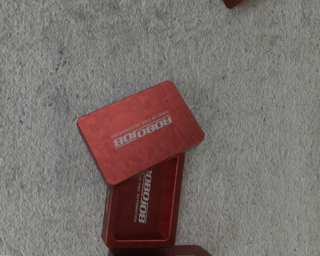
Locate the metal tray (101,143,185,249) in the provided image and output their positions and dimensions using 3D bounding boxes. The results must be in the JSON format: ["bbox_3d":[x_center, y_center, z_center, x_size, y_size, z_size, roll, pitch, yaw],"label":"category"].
[{"bbox_3d":[-0.021,0.084,0.398,0.091,0.030,0.129,7,88,-20],"label":"metal tray"}]

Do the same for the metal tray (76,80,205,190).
[{"bbox_3d":[-0.023,0.006,0.380,0.131,0.030,0.090,-26,76,-18],"label":"metal tray"}]

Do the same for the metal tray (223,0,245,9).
[{"bbox_3d":[0.133,-0.247,0.455,0.131,0.030,0.090,-36,102,-17],"label":"metal tray"}]

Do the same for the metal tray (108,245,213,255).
[{"bbox_3d":[0.008,0.174,0.377,0.131,0.090,0.030,7,88,-20],"label":"metal tray"}]
